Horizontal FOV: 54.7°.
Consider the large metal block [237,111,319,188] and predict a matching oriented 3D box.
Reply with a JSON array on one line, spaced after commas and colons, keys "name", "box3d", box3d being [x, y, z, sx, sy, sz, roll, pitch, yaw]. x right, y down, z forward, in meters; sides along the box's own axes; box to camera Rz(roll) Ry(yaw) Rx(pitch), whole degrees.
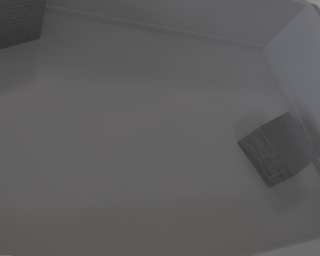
[{"name": "large metal block", "box3d": [0.179, 0.031, 0.467, 0.081, 0.050, 0.080, -22, 74, -36]}]

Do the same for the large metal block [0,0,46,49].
[{"name": "large metal block", "box3d": [-0.184, -0.138, 0.356, 0.081, 0.080, 0.050, -33, 81, -38]}]
